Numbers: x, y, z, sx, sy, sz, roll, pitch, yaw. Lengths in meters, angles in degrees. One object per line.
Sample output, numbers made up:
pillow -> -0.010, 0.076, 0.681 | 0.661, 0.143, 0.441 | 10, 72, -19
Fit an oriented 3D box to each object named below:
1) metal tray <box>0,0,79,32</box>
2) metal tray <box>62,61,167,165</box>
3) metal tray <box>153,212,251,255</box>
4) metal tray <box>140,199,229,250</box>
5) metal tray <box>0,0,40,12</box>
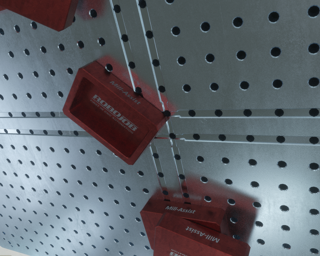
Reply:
metal tray -> -0.155, -0.178, 0.346 | 0.131, 0.030, 0.089 | 23, 119, -8
metal tray -> -0.066, -0.018, 0.431 | 0.130, 0.030, 0.090 | 38, 129, 2
metal tray -> 0.056, 0.185, 0.454 | 0.130, 0.030, 0.089 | 17, 125, 18
metal tray -> 0.040, 0.163, 0.488 | 0.130, 0.030, 0.090 | 1, 119, 27
metal tray -> -0.209, -0.199, 0.396 | 0.130, 0.030, 0.090 | -2, 118, 29
